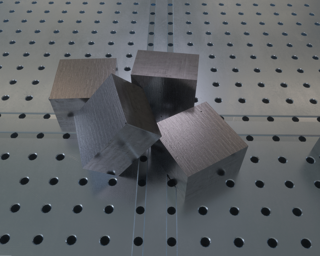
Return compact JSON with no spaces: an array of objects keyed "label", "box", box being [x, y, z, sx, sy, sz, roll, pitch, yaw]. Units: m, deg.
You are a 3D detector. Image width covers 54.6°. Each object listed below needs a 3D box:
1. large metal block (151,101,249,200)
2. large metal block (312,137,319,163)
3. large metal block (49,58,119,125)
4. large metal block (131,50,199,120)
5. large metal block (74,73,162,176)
[{"label":"large metal block","box":[0.043,0.024,0.371,0.081,0.050,0.080,-24,54,-19]},{"label":"large metal block","box":[0.243,0.037,0.362,0.080,0.050,0.080,-8,51,-7]},{"label":"large metal block","box":[-0.101,-0.052,0.435,0.080,0.050,0.080,-2,50,-2]},{"label":"large metal block","box":[0.008,-0.054,0.418,0.080,0.080,0.050,6,50,5]},{"label":"large metal block","box":[-0.053,-0.002,0.366,0.050,0.080,0.080,22,35,-42]}]
